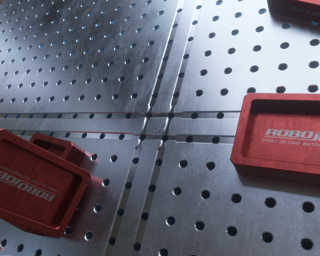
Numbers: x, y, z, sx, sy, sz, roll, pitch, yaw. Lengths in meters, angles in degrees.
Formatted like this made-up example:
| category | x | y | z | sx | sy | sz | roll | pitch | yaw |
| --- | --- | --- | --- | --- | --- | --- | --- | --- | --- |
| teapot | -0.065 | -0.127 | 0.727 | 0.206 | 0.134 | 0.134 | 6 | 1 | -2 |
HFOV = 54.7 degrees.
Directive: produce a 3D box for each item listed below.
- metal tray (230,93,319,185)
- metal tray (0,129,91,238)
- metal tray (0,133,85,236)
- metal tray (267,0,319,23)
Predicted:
| category | x | y | z | sx | sy | sz | roll | pitch | yaw |
| --- | --- | --- | --- | --- | --- | --- | --- | --- | --- |
| metal tray | 0.148 | 0.009 | 0.321 | 0.130 | 0.030 | 0.090 | 5 | 64 | 30 |
| metal tray | -0.162 | 0.069 | 0.380 | 0.030 | 0.130 | 0.090 | -4 | 57 | 53 |
| metal tray | -0.176 | 0.076 | 0.448 | 0.090 | 0.030 | 0.130 | 11 | 67 | 32 |
| metal tray | 0.218 | -0.182 | 0.401 | 0.130 | 0.030 | 0.090 | 35 | 81 | 38 |
